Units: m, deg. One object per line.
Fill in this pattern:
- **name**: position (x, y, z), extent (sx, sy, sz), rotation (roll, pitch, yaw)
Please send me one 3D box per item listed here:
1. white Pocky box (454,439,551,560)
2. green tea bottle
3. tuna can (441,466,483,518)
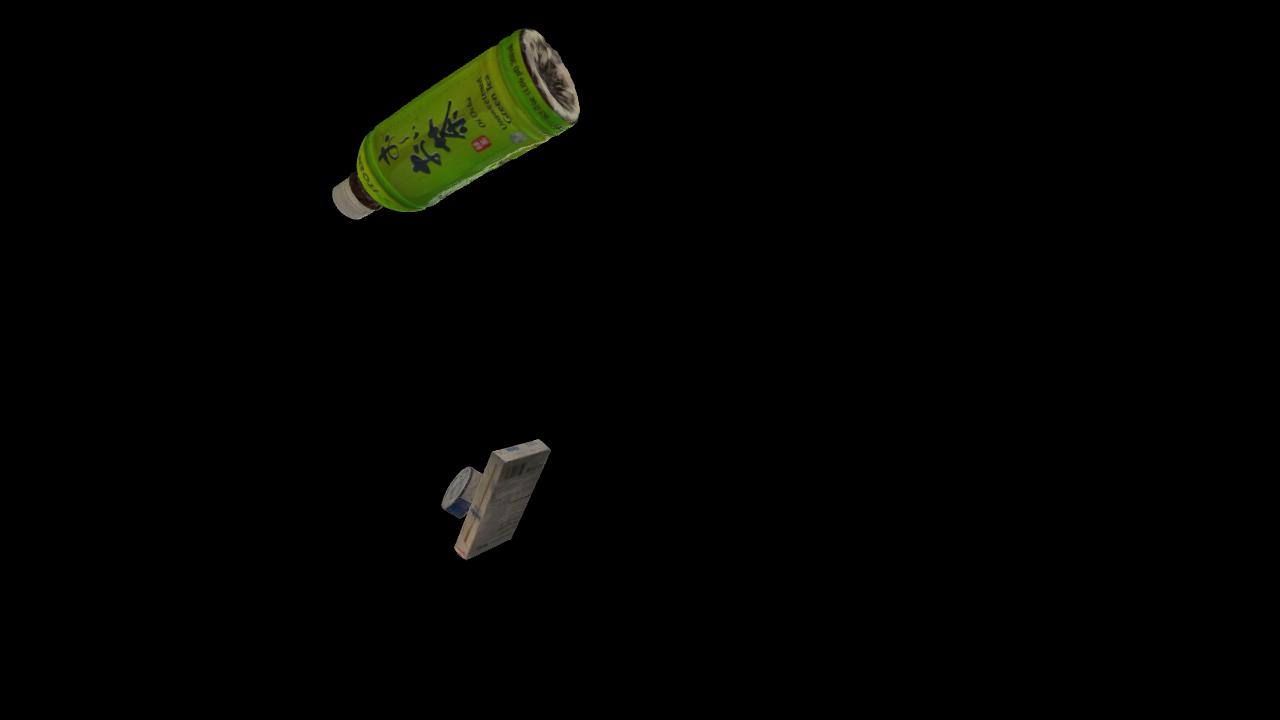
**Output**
- **white Pocky box**: position (-0.172, 0.174, 0.773), extent (0.028, 0.154, 0.084), rotation (35, 22, 25)
- **green tea bottle**: position (-0.148, -0.162, 0.461), extent (0.212, 0.073, 0.073), rotation (-19, -8, 25)
- **tuna can**: position (-0.301, 0.225, 1.050), extent (0.034, 0.084, 0.084), rotation (38, -17, -23)
